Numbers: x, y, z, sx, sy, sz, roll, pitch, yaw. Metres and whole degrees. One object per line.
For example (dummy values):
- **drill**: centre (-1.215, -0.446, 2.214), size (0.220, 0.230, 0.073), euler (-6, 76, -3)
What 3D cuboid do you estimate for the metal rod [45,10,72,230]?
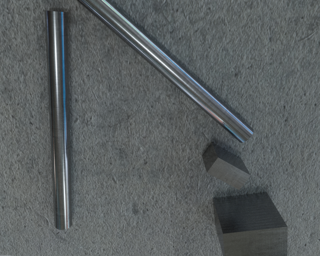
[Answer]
- **metal rod**: centre (-0.132, 0.004, 0.409), size (0.025, 0.025, 0.298), euler (4, 110, -2)

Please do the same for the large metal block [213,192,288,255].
- **large metal block**: centre (0.122, 0.137, 0.432), size (0.080, 0.080, 0.050), euler (-7, 110, 2)

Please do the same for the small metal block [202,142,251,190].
- **small metal block**: centre (0.087, 0.050, 0.416), size (0.050, 0.050, 0.025), euler (29, 108, -10)

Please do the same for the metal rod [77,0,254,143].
- **metal rod**: centre (0.002, -0.082, 0.379), size (0.301, 0.025, 0.025), euler (39, 105, -14)
